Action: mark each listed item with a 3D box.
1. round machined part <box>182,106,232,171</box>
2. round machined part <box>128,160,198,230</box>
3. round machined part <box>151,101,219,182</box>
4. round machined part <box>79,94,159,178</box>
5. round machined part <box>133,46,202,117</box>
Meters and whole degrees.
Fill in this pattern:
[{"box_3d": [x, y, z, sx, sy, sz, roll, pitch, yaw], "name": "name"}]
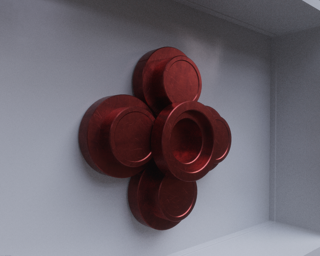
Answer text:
[{"box_3d": [0.066, 0.016, 0.448, 0.099, 0.042, 0.097, 0, 90, -40], "name": "round machined part"}, {"box_3d": [0.010, 0.083, 0.402, 0.099, 0.042, 0.097, 2, 87, -41], "name": "round machined part"}, {"box_3d": [0.027, 0.016, 0.388, 0.099, 0.042, 0.097, 0, 90, -40], "name": "round machined part"}, {"box_3d": [-0.039, 0.010, 0.359, 0.099, 0.042, 0.097, 0, 90, -40], "name": "round machined part"}, {"box_3d": [0.017, -0.058, 0.405, 0.099, 0.042, 0.097, 0, 90, -40], "name": "round machined part"}]
